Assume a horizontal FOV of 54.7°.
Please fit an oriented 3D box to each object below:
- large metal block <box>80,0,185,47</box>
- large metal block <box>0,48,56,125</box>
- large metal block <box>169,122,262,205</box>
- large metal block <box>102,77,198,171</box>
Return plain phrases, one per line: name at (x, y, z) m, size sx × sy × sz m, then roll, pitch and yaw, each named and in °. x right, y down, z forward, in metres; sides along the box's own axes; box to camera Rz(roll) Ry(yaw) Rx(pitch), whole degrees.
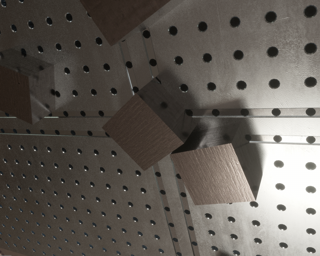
large metal block at (-0.015, -0.131, 0.301) m, size 0.080 × 0.080 × 0.050 m, roll -25°, pitch 105°, yaw 36°
large metal block at (-0.207, -0.063, 0.463) m, size 0.080 × 0.050 × 0.079 m, roll 22°, pitch 127°, yaw 14°
large metal block at (0.071, 0.046, 0.385) m, size 0.080 × 0.050 × 0.080 m, roll -14°, pitch 111°, yaw 33°
large metal block at (-0.013, -0.003, 0.399) m, size 0.080 × 0.050 × 0.080 m, roll 47°, pitch 129°, yaw -5°
